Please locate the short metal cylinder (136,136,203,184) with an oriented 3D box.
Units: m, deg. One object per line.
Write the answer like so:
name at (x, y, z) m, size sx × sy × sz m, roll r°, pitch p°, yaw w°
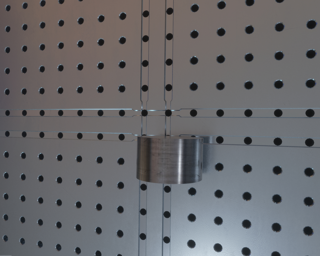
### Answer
short metal cylinder at (0.012, 0.036, 0.379) m, size 0.080 × 0.080 × 0.050 m, roll 2°, pitch 91°, yaw 19°
